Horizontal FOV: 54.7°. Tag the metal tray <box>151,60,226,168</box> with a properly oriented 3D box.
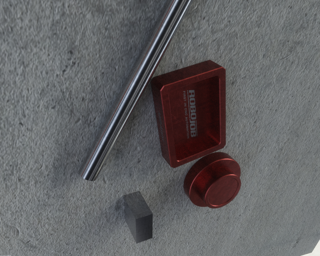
[{"bbox_3d":[0.042,-0.016,0.416,0.091,0.030,0.129,-20,126,-17],"label":"metal tray"}]

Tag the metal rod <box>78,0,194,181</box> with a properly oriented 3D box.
[{"bbox_3d":[-0.020,-0.065,0.355,0.025,0.025,0.298,19,108,-36],"label":"metal rod"}]

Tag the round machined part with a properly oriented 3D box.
[{"bbox_3d":[0.091,0.091,0.502,0.099,0.042,0.097,-14,124,-21],"label":"round machined part"}]

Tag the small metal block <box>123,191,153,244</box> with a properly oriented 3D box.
[{"bbox_3d":[-0.032,0.130,0.454,0.025,0.050,0.050,-13,124,-22],"label":"small metal block"}]
